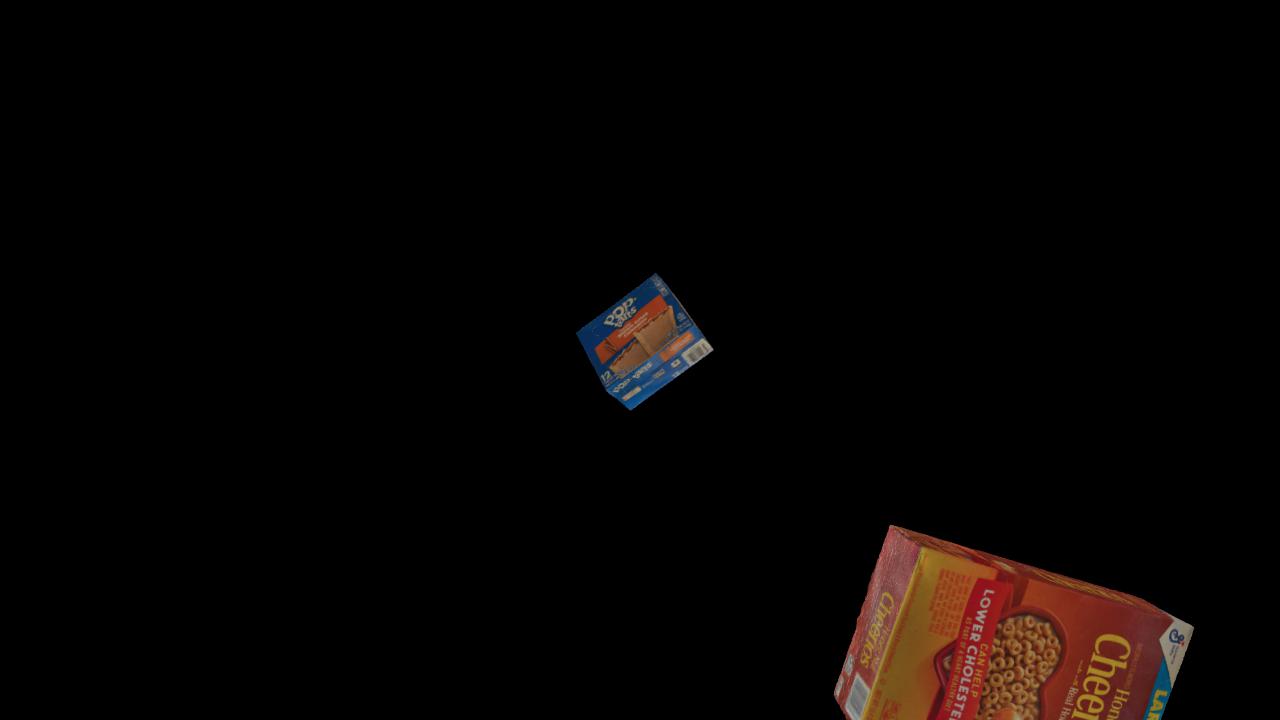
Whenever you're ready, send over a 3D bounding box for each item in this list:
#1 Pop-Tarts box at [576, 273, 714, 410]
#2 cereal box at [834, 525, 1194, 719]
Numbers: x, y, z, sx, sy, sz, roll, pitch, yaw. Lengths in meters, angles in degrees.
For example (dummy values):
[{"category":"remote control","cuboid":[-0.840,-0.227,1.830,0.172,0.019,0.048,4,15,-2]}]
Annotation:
[{"category":"Pop-Tarts box","cuboid":[0.005,-0.030,0.980,0.167,0.141,0.083,-36,-41,6]},{"category":"cereal box","cuboid":[0.382,0.315,0.638,0.306,0.203,0.081,18,3,-4]}]
